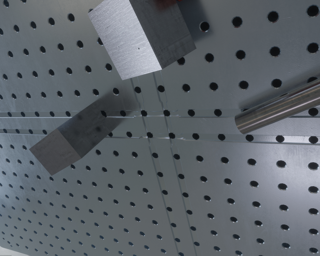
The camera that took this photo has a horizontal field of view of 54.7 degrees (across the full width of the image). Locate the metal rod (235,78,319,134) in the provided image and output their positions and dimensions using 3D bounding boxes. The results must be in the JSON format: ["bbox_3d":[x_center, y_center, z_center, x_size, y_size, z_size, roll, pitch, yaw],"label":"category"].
[{"bbox_3d":[0.201,-0.057,0.269,0.299,0.025,0.025,-26,104,37],"label":"metal rod"}]

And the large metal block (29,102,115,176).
[{"bbox_3d":[-0.128,0.016,0.453,0.080,0.080,0.050,-29,103,37],"label":"large metal block"}]

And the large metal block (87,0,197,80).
[{"bbox_3d":[-0.020,-0.102,0.325,0.080,0.050,0.080,0,121,55],"label":"large metal block"}]
